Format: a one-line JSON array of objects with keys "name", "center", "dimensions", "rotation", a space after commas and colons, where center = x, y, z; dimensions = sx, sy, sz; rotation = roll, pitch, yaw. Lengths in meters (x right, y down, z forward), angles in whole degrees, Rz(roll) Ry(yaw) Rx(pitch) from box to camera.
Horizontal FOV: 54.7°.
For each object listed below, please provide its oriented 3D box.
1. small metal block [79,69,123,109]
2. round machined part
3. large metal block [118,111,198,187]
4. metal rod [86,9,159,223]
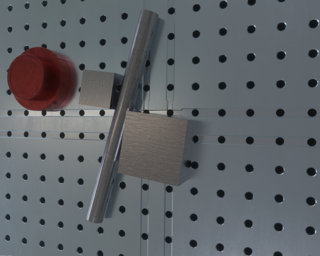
[{"name": "small metal block", "center": [-0.084, -0.055, 0.442], "dimensions": [0.050, 0.025, 0.050], "rotation": [10, 93, 19]}, {"name": "round machined part", "center": [-0.190, -0.075, 0.470], "dimensions": [0.098, 0.042, 0.097], "rotation": [0, 90, 20]}, {"name": "large metal block", "center": [-0.002, 0.024, 0.400], "dimensions": [0.080, 0.050, 0.079], "rotation": [9, 93, 19]}, {"name": "metal rod", "center": [-0.053, -0.012, 0.431], "dimensions": [0.025, 0.025, 0.298], "rotation": [17, 96, 19]}]
